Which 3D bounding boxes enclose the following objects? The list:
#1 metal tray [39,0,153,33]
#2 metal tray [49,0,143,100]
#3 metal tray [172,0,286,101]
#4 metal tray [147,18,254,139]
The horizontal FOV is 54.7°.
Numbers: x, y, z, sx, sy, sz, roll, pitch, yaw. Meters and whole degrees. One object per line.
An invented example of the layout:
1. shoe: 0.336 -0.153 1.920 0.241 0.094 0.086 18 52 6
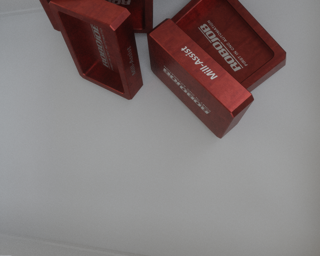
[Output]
1. metal tray: -0.074 -0.155 0.377 0.131 0.090 0.030 1 74 -2
2. metal tray: -0.073 -0.098 0.383 0.090 0.130 0.030 26 65 18
3. metal tray: 0.075 -0.101 0.376 0.090 0.030 0.130 -39 74 15
4. metal tray: 0.041 -0.053 0.359 0.030 0.090 0.130 -41 76 -10
